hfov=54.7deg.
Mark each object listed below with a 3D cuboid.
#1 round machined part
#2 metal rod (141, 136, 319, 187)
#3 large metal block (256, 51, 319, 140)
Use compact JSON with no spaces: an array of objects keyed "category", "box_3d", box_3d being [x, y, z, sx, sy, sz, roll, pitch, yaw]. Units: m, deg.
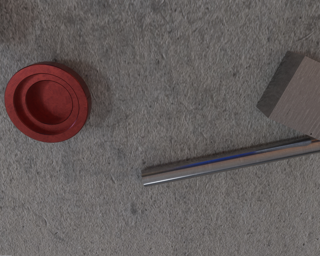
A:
[{"category":"round machined part","box_3d":[-0.134,-0.034,0.386,0.099,0.042,0.097,0,110,-1]},{"category":"metal rod","box_3d":[0.124,0.040,0.426,0.302,0.025,0.025,-12,110,4]},{"category":"large metal block","box_3d":[0.182,-0.040,0.385,0.080,0.050,0.079,22,108,-9]}]
